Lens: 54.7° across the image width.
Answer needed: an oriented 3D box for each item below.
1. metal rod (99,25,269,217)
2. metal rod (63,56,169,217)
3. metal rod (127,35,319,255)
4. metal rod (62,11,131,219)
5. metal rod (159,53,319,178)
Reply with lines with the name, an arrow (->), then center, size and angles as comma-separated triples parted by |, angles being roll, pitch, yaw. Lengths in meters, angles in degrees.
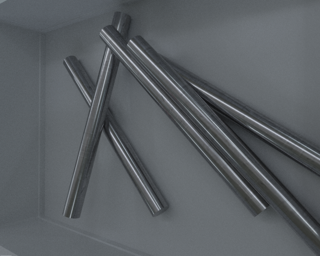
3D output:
metal rod -> 0.017, -0.024, 0.372 | 0.300, 0.025, 0.025 | 50, 120, 21
metal rod -> -0.076, -0.003, 0.466 | 0.025, 0.025, 0.299 | -49, 61, 28
metal rod -> 0.061, 0.002, 0.333 | 0.300, 0.025, 0.025 | 49, 119, 20
metal rod -> -0.091, -0.019, 0.447 | 0.025, 0.025, 0.298 | 13, 89, 39
metal rod -> 0.093, -0.011, 0.328 | 0.300, 0.025, 0.025 | 38, 113, 33
